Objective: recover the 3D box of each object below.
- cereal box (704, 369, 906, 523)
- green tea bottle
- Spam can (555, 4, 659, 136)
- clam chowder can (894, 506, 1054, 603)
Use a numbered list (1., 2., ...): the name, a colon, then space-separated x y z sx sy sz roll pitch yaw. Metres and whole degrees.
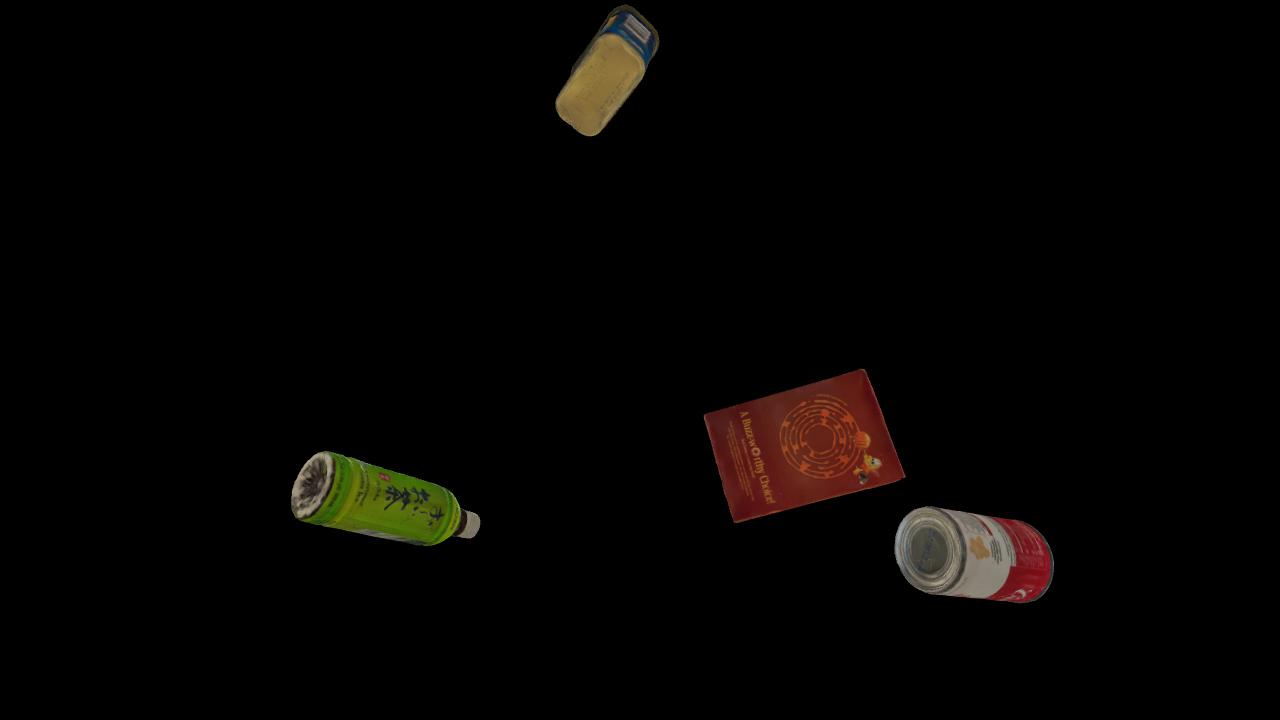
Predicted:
1. cereal box: 0.289 0.157 1.110 0.306 0.203 0.081 -17 -19 6
2. green tea bottle: -0.261 0.160 0.667 0.073 0.073 0.212 0 -24 34
3. Spam can: -0.032 -0.280 0.599 0.058 0.085 0.101 34 -51 -20
4. clam chowder can: 0.268 0.157 0.497 0.102 0.068 0.068 14 -5 -21
